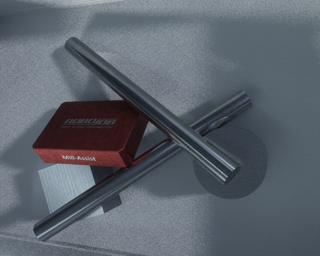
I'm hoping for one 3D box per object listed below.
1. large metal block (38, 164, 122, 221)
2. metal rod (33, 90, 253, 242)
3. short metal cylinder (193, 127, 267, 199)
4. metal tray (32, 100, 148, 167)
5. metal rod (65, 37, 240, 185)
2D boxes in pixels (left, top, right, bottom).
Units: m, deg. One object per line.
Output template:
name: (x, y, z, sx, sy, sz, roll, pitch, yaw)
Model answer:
large metal block: (-0.110, 0.083, 0.430, 0.080, 0.050, 0.080, -20, 84, 18)
metal rod: (-0.022, 0.047, 0.377, 0.301, 0.025, 0.025, -33, 79, 2)
short metal cylinder: (0.084, 0.038, 0.365, 0.080, 0.050, 0.079, 0, 90, 19)
metal tray: (-0.088, 0.004, 0.407, 0.130, 0.030, 0.090, 0, 46, 21)
metal rod: (-0.028, -0.037, 0.387, 0.300, 0.025, 0.025, 40, 103, 28)
